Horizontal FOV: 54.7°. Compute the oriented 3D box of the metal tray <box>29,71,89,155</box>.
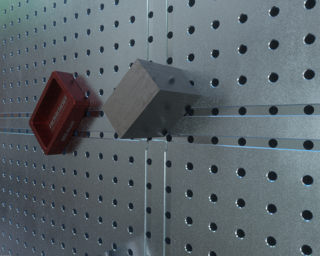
[{"bbox_3d":[-0.185,-0.025,0.559,0.090,0.030,0.129,51,120,27],"label":"metal tray"}]

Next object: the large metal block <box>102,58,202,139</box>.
[{"bbox_3d":[-0.010,-0.032,0.382,0.080,0.081,0.050,-49,61,29],"label":"large metal block"}]

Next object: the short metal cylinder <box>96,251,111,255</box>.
[{"bbox_3d":[-0.107,0.224,0.462,0.080,0.081,0.050,-33,70,35],"label":"short metal cylinder"}]
